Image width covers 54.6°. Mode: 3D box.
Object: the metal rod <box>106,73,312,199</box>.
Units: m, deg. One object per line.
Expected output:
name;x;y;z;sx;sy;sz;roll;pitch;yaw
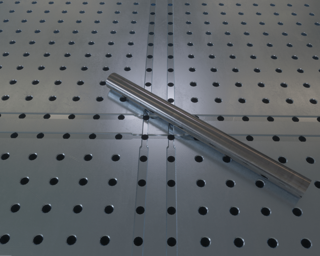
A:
metal rod;0.046;-0.001;0.409;0.300;0.025;0.025;31;57;23
